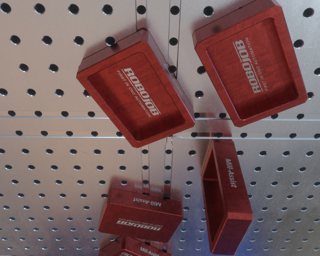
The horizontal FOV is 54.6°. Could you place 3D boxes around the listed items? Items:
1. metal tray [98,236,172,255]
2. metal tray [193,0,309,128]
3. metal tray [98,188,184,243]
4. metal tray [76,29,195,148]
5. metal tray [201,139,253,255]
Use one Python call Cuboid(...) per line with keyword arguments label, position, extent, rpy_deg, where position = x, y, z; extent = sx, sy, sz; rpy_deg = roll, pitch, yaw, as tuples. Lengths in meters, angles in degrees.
Cuboid(label="metal tray", position=(-0.050, 0.274, 0.640), extent=(0.130, 0.030, 0.090), rpy_deg=(34, 122, -26))
Cuboid(label="metal tray", position=(0.104, -0.067, 0.351), extent=(0.090, 0.030, 0.130), rpy_deg=(-23, 127, 18))
Cuboid(label="metal tray", position=(-0.034, 0.155, 0.540), extent=(0.131, 0.030, 0.089), rpy_deg=(14, 129, -12))
Cuboid(label="metal tray", position=(-0.024, -0.040, 0.373), extent=(0.090, 0.030, 0.130), rpy_deg=(-22, 127, 17))
Cuboid(label="metal tray", position=(0.085, 0.090, 0.419), extent=(0.030, 0.130, 0.089), rpy_deg=(5, 130, -4))
